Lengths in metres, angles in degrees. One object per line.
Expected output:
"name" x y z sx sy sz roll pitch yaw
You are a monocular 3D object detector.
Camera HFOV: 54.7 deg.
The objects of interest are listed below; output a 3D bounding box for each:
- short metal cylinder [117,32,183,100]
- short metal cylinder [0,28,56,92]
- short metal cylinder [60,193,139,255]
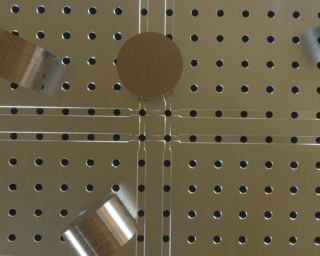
"short metal cylinder" -0.012 -0.077 0.401 0.081 0.050 0.079 0 90 -1
"short metal cylinder" -0.179 -0.084 0.383 0.080 0.080 0.050 24 90 -1
"short metal cylinder" -0.074 0.125 0.385 0.080 0.080 0.050 -35 90 0
